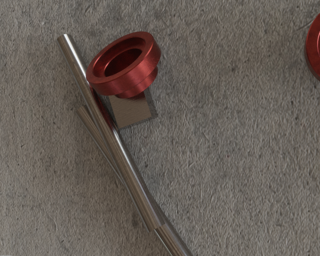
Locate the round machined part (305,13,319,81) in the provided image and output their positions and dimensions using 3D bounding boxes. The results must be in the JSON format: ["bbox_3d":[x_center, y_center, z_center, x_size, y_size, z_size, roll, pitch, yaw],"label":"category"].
[{"bbox_3d":[0.206,-0.086,0.327,0.098,0.042,0.097,0,90,20],"label":"round machined part"}]

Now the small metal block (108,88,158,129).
[{"bbox_3d":[-0.036,-0.030,0.422,0.050,0.025,0.050,-20,84,18],"label":"small metal block"}]

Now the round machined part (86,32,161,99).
[{"bbox_3d":[-0.042,-0.076,0.397,0.098,0.042,0.098,-19,42,19],"label":"round machined part"}]

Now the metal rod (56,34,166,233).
[{"bbox_3d":[-0.073,-0.004,0.419,0.025,0.025,0.299,-33,74,17],"label":"metal rod"}]

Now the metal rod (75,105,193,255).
[{"bbox_3d":[-0.025,0.092,0.417,0.025,0.025,0.299,-39,78,16],"label":"metal rod"}]
